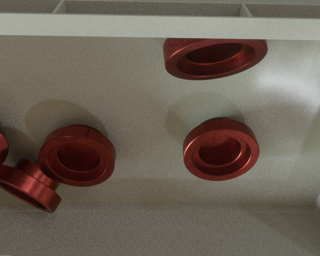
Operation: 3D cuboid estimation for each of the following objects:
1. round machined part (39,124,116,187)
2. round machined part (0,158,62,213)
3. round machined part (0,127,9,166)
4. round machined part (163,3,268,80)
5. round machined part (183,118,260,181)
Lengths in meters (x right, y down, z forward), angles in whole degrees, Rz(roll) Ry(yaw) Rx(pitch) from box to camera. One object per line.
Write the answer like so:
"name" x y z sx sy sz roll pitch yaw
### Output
"round machined part" -0.110 0.034 0.425 0.099 0.042 0.097 -1 130 0
"round machined part" -0.185 0.079 0.445 0.098 0.042 0.098 20 150 13
"round machined part" -0.251 0.022 0.394 0.099 0.042 0.097 -26 141 -23
"round machined part" 0.052 -0.085 0.306 0.099 0.042 0.098 -6 168 -1
"round machined part" 0.080 0.025 0.420 0.099 0.042 0.097 -1 130 0
